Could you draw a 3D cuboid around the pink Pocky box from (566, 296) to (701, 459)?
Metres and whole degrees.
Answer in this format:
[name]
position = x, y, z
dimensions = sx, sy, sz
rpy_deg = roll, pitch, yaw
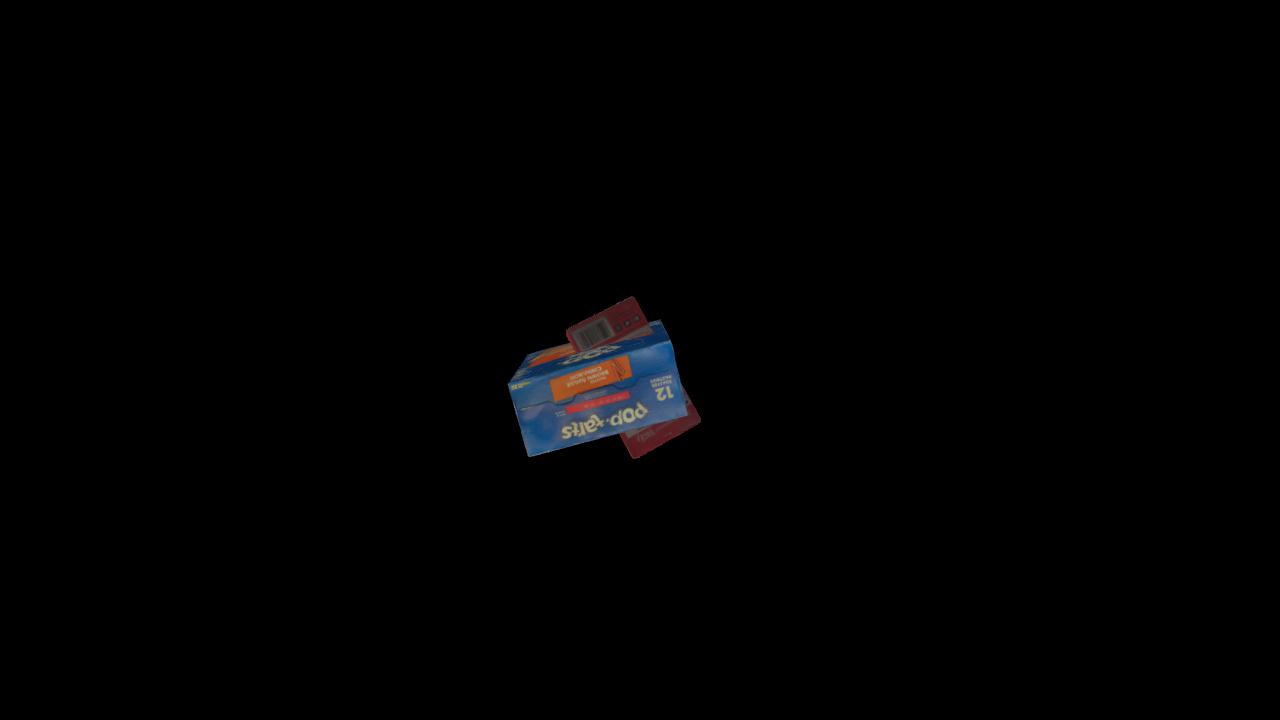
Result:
[pink Pocky box]
position = -0.008, 0.019, 0.658
dimensions = 0.084, 0.155, 0.029
rpy_deg = -28, -3, -11

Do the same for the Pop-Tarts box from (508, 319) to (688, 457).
[Pop-Tarts box]
position = -0.043, 0.024, 0.666
dimensions = 0.167, 0.083, 0.141
rpy_deg = -15, 13, 2
